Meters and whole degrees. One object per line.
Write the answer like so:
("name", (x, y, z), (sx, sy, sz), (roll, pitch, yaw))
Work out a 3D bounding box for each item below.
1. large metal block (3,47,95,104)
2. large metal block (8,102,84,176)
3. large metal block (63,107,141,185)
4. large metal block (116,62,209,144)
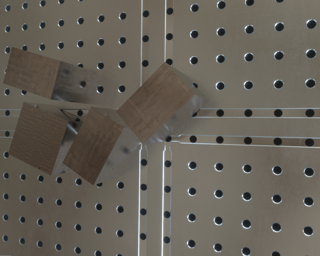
("large metal block", (-0.152, -0.072, 0.436), (0.080, 0.080, 0.050), (18, 96, 18))
("large metal block", (-0.163, 0.014, 0.455), (0.080, 0.050, 0.080), (22, 97, 18))
("large metal block", (-0.067, 0.021, 0.406), (0.050, 0.080, 0.080), (32, 100, 17))
("large metal block", (0.007, -0.027, 0.380), (0.080, 0.080, 0.050), (-44, 77, 14))
